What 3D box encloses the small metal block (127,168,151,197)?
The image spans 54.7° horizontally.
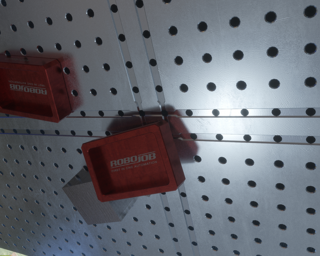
[{"bbox_3d":[-0.035,0.073,0.473,0.050,0.025,0.050,9,123,23],"label":"small metal block"}]

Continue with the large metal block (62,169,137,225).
[{"bbox_3d":[-0.100,0.110,0.514,0.080,0.050,0.080,-18,109,34],"label":"large metal block"}]

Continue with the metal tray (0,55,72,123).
[{"bbox_3d":[-0.205,-0.061,0.475,0.130,0.030,0.089,9,123,23],"label":"metal tray"}]

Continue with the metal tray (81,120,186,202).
[{"bbox_3d":[-0.039,0.048,0.431,0.130,0.030,0.090,-15,94,26],"label":"metal tray"}]
